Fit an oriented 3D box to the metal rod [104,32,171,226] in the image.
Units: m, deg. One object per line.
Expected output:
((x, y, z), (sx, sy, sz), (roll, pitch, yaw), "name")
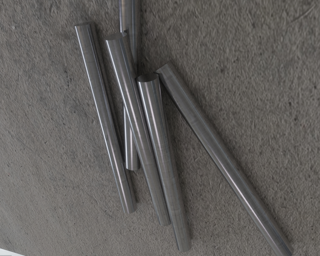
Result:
((-0.019, 0.024, 0.412), (0.025, 0.025, 0.298), (5, 127, 26), "metal rod")

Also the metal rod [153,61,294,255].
((0.086, 0.049, 0.391), (0.025, 0.025, 0.299), (-26, 105, 37), "metal rod")

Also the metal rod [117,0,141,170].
((-0.036, -0.071, 0.381), (0.025, 0.025, 0.298), (15, 125, 20), "metal rod")

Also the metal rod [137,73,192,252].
((0.013, 0.067, 0.426), (0.025, 0.025, 0.298), (5, 126, 26), "metal rod")

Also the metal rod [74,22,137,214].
((-0.071, 0.004, 0.446), (0.025, 0.025, 0.298), (5, 121, 25), "metal rod")
